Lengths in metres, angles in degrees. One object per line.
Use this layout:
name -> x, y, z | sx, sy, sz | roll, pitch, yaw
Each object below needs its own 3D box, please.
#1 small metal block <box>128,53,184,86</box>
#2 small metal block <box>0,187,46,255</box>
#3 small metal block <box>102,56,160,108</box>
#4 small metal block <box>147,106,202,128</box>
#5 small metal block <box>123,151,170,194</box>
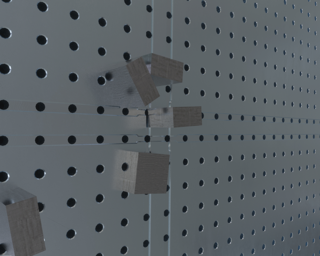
small metal block -> -0.007, -0.071, 0.386 | 0.050, 0.050, 0.025 | 6, 86, -40
small metal block -> -0.130, 0.086, 0.284 | 0.025, 0.050, 0.050 | -12, 98, -39
small metal block -> -0.034, -0.052, 0.363 | 0.025, 0.050, 0.050 | -39, 114, -33
small metal block -> 0.019, -0.015, 0.408 | 0.050, 0.050, 0.025 | -5, 93, -40
small metal block -> -0.017, 0.057, 0.394 | 0.050, 0.025, 0.050 | 9, 84, -40
